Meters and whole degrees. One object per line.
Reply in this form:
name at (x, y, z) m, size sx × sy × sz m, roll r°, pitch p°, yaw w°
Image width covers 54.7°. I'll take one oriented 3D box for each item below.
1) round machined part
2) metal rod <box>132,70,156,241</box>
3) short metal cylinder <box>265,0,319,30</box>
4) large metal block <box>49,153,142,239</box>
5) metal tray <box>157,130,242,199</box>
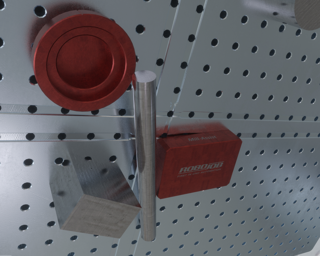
round machined part at (-0.078, -0.069, 0.315) m, size 0.099 × 0.042 × 0.097 m, roll -14°, pitch 124°, yaw -21°
metal rod at (-0.018, 0.061, 0.414) m, size 0.025 × 0.025 × 0.298 m, roll -16°, pitch 133°, yaw -19°
short metal cylinder at (0.182, -0.169, 0.390) m, size 0.081 × 0.050 × 0.079 m, roll -14°, pitch 124°, yaw -21°
large metal block at (-0.081, 0.083, 0.383) m, size 0.080 × 0.080 × 0.050 m, roll 26°, pitch 104°, yaw -37°
metal tray at (0.055, 0.054, 0.472) m, size 0.131 × 0.030 × 0.089 m, roll -5°, pitch 121°, yaw -26°
